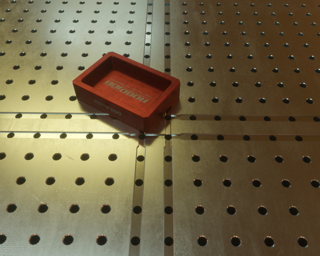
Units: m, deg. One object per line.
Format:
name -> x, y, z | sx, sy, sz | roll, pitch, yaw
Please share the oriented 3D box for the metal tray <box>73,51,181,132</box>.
metal tray -> -0.048, -0.057, 0.451 | 0.130, 0.030, 0.090 | 26, 55, 20
